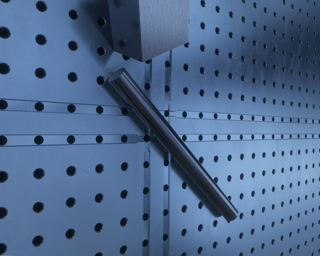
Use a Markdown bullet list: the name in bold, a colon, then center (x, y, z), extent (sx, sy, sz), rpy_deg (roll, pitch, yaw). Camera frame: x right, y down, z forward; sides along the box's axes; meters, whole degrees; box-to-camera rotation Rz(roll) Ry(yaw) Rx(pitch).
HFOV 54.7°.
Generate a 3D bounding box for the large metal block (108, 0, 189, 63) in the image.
- **large metal block**: center (-0.011, -0.134, 0.363), extent (0.081, 0.050, 0.079), rpy_deg (-33, 137, -35)

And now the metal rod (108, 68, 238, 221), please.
- **metal rod**: center (0.033, 0.039, 0.436), extent (0.300, 0.025, 0.025), rpy_deg (51, 60, -28)
